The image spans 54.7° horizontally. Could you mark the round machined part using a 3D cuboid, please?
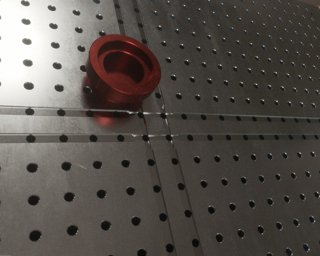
[{"bbox_3d":[-0.052,-0.074,0.416,0.099,0.042,0.098,14,56,-21],"label":"round machined part"}]
